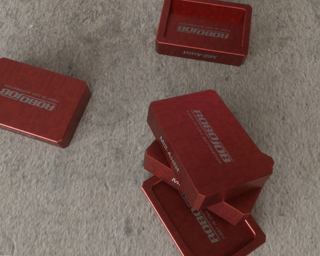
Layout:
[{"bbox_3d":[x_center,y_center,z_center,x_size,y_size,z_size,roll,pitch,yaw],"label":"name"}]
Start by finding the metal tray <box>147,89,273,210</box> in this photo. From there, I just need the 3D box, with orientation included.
[{"bbox_3d":[0.051,0.017,0.349,0.091,0.030,0.130,-14,54,-21],"label":"metal tray"}]

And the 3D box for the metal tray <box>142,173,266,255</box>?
[{"bbox_3d":[0.049,0.100,0.369,0.090,0.030,0.130,-30,73,-11],"label":"metal tray"}]

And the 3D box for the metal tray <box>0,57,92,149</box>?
[{"bbox_3d":[-0.171,-0.035,0.416,0.131,0.030,0.090,17,71,5],"label":"metal tray"}]

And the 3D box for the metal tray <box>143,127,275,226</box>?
[{"bbox_3d":[0.058,0.042,0.369,0.130,0.030,0.090,30,51,15],"label":"metal tray"}]

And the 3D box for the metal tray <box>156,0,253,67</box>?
[{"bbox_3d":[0.065,-0.146,0.459,0.131,0.030,0.090,10,70,3],"label":"metal tray"}]
